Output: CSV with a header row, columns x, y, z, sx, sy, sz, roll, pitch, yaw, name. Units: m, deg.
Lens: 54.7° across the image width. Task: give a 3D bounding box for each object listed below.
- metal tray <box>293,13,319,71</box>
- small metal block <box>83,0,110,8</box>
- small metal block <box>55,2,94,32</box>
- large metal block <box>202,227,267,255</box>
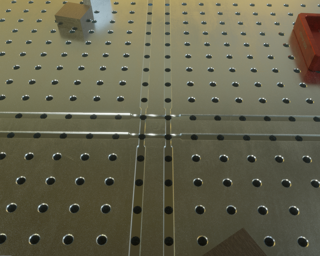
x,y,z,sx,sy,sz,roll,pitch,yaw,name
0.292,-0.149,0.533,0.091,0.030,0.130,3,50,2,metal tray
-0.130,-0.276,0.622,0.025,0.050,0.050,34,58,24,small metal block
-0.160,-0.210,0.582,0.050,0.025,0.050,12,51,10,small metal block
0.064,0.149,0.267,0.081,0.050,0.080,-26,55,-20,large metal block
